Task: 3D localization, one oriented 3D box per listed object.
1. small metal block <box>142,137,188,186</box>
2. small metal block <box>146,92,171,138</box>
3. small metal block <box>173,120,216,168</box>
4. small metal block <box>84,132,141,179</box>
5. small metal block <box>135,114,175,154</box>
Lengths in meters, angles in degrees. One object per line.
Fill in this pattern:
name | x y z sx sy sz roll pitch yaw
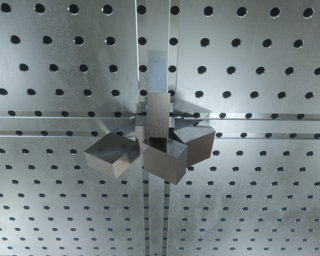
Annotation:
small metal block | 0.006 0.039 0.396 0.050 0.025 0.050 22 135 25
small metal block | -0.003 -0.016 0.368 0.025 0.050 0.050 3 94 -1
small metal block | 0.044 0.023 0.417 0.050 0.025 0.050 -19 135 -25
small metal block | -0.062 0.035 0.411 0.050 0.050 0.025 18 131 31
small metal block | -0.007 0.009 0.420 0.050 0.025 0.050 2 130 -2
